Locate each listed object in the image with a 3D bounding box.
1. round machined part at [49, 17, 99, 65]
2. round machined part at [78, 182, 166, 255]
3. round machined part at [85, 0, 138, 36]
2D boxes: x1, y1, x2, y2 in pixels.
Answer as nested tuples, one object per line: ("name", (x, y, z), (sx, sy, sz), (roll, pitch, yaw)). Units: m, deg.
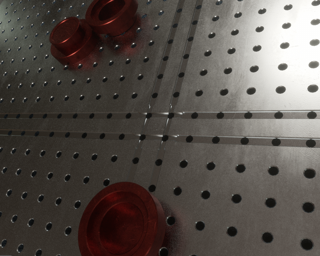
("round machined part", (-0.169, -0.172, 0.589), (0.098, 0.042, 0.098), (-13, 56, 20))
("round machined part", (-0.038, 0.114, 0.347), (0.098, 0.042, 0.098), (-13, 56, 20))
("round machined part", (-0.083, -0.207, 0.566), (0.098, 0.042, 0.098), (-13, 56, 20))
